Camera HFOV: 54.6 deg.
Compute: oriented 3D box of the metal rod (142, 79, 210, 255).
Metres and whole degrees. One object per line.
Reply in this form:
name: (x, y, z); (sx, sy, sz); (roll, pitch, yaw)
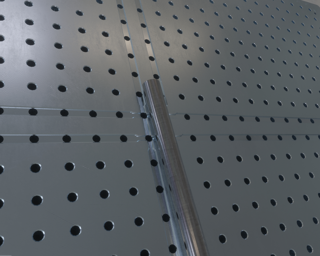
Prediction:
metal rod: (0.023, 0.070, 0.377); (0.025, 0.025, 0.299); (-1, 62, -29)
